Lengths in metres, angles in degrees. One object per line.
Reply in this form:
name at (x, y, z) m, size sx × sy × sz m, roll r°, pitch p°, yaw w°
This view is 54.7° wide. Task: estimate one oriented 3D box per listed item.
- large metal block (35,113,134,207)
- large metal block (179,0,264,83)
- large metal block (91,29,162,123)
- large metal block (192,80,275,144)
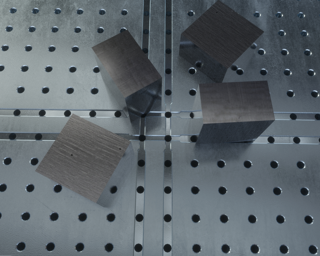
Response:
large metal block at (-0.088, 0.041, 0.382) m, size 0.080 × 0.050 × 0.080 m, roll 25°, pitch 72°, yaw 8°
large metal block at (0.085, -0.121, 0.444) m, size 0.080 × 0.050 × 0.080 m, roll 41°, pitch 75°, yaw 13°
large metal block at (-0.040, -0.065, 0.406) m, size 0.050 × 0.080 × 0.080 m, roll -31°, pitch 73°, yaw -11°
large metal block at (0.087, -0.017, 0.390) m, size 0.081 × 0.080 × 0.050 m, roll -3°, pitch 70°, yaw -2°
